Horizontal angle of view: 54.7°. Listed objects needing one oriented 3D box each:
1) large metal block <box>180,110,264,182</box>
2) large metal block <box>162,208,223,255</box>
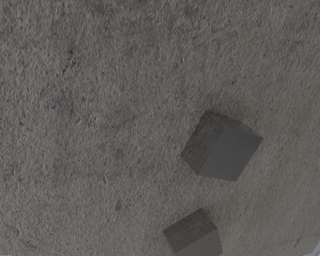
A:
[{"bbox_3d":[0.091,0.028,0.457,0.081,0.050,0.080,15,110,-35],"label":"large metal block"},{"bbox_3d":[0.059,0.202,0.547,0.080,0.050,0.080,-27,128,-12],"label":"large metal block"}]
